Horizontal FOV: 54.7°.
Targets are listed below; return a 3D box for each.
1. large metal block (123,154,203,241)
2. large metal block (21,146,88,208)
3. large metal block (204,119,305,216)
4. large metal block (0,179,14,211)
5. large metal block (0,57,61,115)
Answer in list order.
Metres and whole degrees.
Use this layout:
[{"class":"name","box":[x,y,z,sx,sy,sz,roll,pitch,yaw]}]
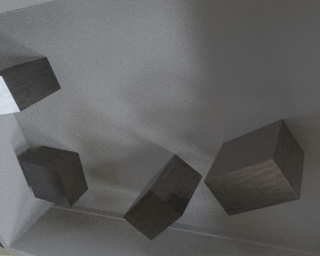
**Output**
[{"class":"large metal block","box":[0.005,0.095,0.430,0.050,0.080,0.080,40,129,1]},{"class":"large metal block","box":[-0.181,0.083,0.540,0.080,0.050,0.079,8,122,24]},{"class":"large metal block","box":[0.106,0.043,0.344,0.080,0.080,0.050,-28,103,37]},{"class":"large metal block","box":[-0.385,0.148,0.690,0.080,0.050,0.080,41,129,0]},{"class":"large metal block","box":[-0.208,-0.059,0.446,0.080,0.080,0.050,-5,116,30]}]
